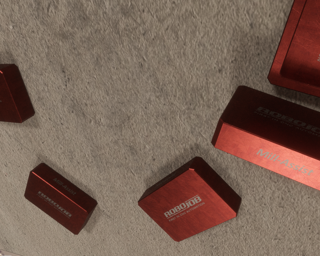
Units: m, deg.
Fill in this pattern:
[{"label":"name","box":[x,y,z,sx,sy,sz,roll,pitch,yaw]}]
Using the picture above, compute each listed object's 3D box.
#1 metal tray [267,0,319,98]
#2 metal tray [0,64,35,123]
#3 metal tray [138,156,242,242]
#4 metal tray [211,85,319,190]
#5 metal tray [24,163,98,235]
[{"label":"metal tray","box":[0.157,-0.089,0.265,0.090,0.030,0.129,19,126,16]},{"label":"metal tray","box":[-0.278,-0.058,0.511,0.130,0.030,0.089,5,121,25]},{"label":"metal tray","box":[0.039,0.107,0.448,0.090,0.030,0.129,46,129,-5]},{"label":"metal tray","box":[0.126,0.008,0.302,0.130,0.090,0.030,23,127,14]},{"label":"metal tray","box":[-0.189,0.135,0.584,0.130,0.030,0.089,35,129,4]}]
